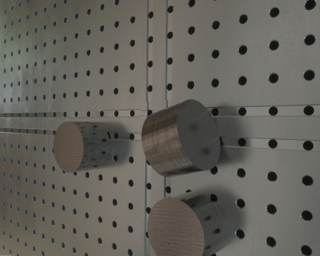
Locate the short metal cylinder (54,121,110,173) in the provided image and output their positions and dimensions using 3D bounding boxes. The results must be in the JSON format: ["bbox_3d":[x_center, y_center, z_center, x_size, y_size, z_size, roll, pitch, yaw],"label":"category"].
[{"bbox_3d":[-0.126,0.029,0.498,0.080,0.050,0.079,0,90,40],"label":"short metal cylinder"}]

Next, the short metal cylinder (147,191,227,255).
[{"bbox_3d":[0.032,0.119,0.367,0.080,0.050,0.079,0,90,40],"label":"short metal cylinder"}]

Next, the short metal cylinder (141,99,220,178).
[{"bbox_3d":[0.025,0.013,0.353,0.050,0.081,0.080,-19,78,38],"label":"short metal cylinder"}]
